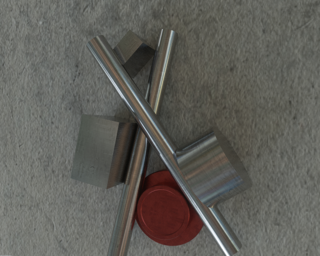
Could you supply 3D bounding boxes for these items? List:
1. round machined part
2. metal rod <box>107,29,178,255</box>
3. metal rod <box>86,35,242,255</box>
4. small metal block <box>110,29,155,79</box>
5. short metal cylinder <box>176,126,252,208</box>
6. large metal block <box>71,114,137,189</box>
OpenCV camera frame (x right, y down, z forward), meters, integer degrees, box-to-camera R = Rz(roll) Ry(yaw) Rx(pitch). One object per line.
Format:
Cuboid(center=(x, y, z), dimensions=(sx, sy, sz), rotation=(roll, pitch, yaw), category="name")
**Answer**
Cuboid(center=(0.010, 0.103, 0.398), dimensions=(0.098, 0.042, 0.097), rotation=(0, 90, 19), category="round machined part")
Cuboid(center=(-0.022, 0.020, 0.401), dimensions=(0.025, 0.025, 0.298), rotation=(12, 88, 19), category="metal rod")
Cuboid(center=(0.004, 0.020, 0.372), dimensions=(0.025, 0.025, 0.299), rotation=(-34, 88, 16), category="metal rod")
Cuboid(center=(-0.037, -0.096, 0.409), dimensions=(0.050, 0.050, 0.025), rotation=(-47, 76, 14), category="small metal block")
Cuboid(center=(0.063, 0.045, 0.359), dimensions=(0.050, 0.080, 0.080), rotation=(-34, 80, 17), category="short metal cylinder")
Cuboid(center=(-0.064, 0.027, 0.403), dimensions=(0.050, 0.080, 0.079), rotation=(13, 94, 19), category="large metal block")
